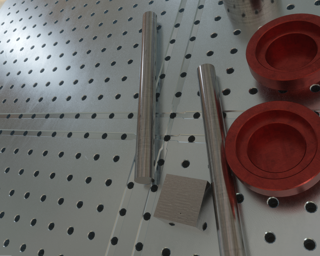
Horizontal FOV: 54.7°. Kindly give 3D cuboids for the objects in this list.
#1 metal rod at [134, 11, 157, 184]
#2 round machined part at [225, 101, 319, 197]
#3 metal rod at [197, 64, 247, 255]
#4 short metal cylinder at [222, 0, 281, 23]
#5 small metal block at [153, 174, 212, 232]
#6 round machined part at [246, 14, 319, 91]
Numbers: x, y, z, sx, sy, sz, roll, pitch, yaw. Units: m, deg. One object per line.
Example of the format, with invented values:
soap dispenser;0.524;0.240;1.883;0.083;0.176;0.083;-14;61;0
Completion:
metal rod;-0.018;-0.064;0.456;0.025;0.025;0.299;-13;56;21
round machined part;0.121;0.024;0.319;0.098;0.042;0.098;-13;56;21
metal rod;0.067;0.047;0.343;0.025;0.025;0.299;-15;55;20
short metal cylinder;0.129;-0.200;0.447;0.080;0.050;0.080;-13;56;21
small metal block;0.027;0.082;0.344;0.050;0.025;0.050;5;64;30
round machined part;0.156;-0.084;0.367;0.098;0.042;0.098;-13;56;21
